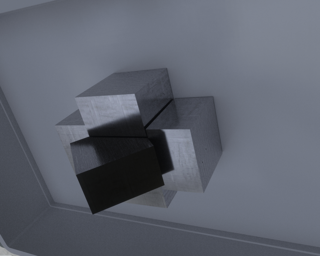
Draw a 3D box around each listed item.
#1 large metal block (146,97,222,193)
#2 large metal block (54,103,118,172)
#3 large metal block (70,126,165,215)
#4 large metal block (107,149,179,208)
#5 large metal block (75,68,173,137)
[{"bbox_3d":[0.033,0.017,0.362,0.050,0.080,0.080,0,118,28],"label":"large metal block"},{"bbox_3d":[-0.084,0.013,0.425,0.050,0.080,0.080,0,119,28],"label":"large metal block"},{"bbox_3d":[-0.051,0.040,0.350,0.081,0.080,0.050,-20,115,-12],"label":"large metal block"},{"bbox_3d":[-0.015,0.057,0.415,0.080,0.080,0.050,0,118,28],"label":"large metal block"},{"bbox_3d":[-0.039,-0.032,0.372,0.080,0.080,0.050,0,118,28],"label":"large metal block"}]
